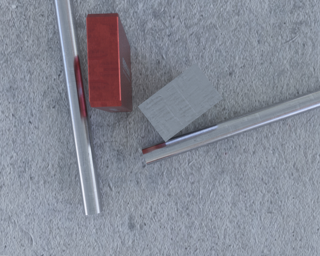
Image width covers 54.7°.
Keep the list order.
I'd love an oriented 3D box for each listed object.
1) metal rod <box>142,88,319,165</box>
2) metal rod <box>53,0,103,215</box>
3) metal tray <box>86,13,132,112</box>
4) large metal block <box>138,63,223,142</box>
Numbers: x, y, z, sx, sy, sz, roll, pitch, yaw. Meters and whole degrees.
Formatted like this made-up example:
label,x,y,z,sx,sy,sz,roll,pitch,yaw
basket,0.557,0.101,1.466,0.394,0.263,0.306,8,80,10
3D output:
label,x,y,z,sx,sy,sz,roll,pitch,yaw
metal rod,0.123,-0.010,0.411,0.302,0.025,0.025,-18,90,-1
metal rod,-0.109,-0.037,0.408,0.025,0.025,0.298,-8,90,0
metal tray,-0.054,-0.066,0.357,0.030,0.130,0.089,-2,90,0
large metal block,0.023,-0.029,0.383,0.080,0.080,0.050,-37,90,0
